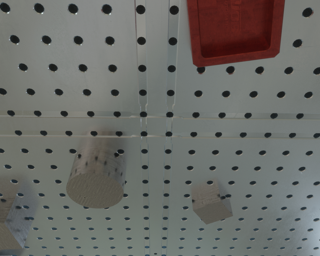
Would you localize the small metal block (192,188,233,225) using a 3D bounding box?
[{"bbox_3d":[0.089,0.134,0.527,0.050,0.025,0.050,-25,126,19],"label":"small metal block"}]

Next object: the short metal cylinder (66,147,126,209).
[{"bbox_3d":[-0.092,0.074,0.458,0.081,0.050,0.079,0,130,0],"label":"short metal cylinder"}]

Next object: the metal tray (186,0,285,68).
[{"bbox_3d":[0.071,-0.127,0.300,0.090,0.030,0.129,-7,130,5],"label":"metal tray"}]

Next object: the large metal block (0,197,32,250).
[{"bbox_3d":[-0.282,0.166,0.534,0.080,0.050,0.080,-4,130,3],"label":"large metal block"}]
